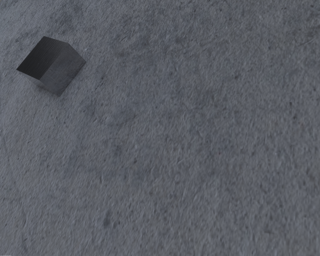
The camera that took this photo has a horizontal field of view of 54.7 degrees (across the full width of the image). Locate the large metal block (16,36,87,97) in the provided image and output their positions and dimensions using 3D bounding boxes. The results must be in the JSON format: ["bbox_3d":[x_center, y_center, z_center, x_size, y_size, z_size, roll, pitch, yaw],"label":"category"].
[{"bbox_3d":[-0.195,-0.112,0.556,0.080,0.050,0.080,24,74,36],"label":"large metal block"}]
